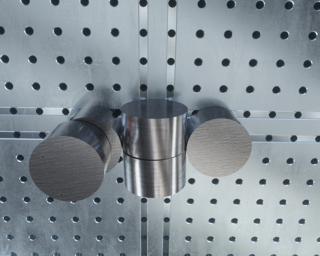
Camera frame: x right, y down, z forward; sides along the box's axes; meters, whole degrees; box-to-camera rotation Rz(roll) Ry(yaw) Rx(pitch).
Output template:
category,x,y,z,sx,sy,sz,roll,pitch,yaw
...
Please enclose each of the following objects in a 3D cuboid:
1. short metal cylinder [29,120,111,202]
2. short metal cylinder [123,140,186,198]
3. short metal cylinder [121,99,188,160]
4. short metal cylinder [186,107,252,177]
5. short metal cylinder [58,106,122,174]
category,x,y,z,sx,sy,sz,roll,pitch,yaw
short metal cylinder,-0.101,0.037,0.358,0.081,0.050,0.079,0,110,0
short metal cylinder,-0.006,0.047,0.401,0.081,0.080,0.050,-1,110,0
short metal cylinder,-0.007,-0.001,0.384,0.081,0.080,0.050,1,111,-1
short metal cylinder,0.073,0.017,0.406,0.081,0.050,0.079,0,110,0
short metal cylinder,-0.088,0.016,0.405,0.081,0.050,0.079,0,110,0
